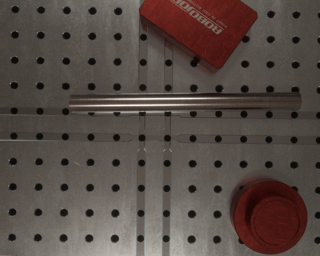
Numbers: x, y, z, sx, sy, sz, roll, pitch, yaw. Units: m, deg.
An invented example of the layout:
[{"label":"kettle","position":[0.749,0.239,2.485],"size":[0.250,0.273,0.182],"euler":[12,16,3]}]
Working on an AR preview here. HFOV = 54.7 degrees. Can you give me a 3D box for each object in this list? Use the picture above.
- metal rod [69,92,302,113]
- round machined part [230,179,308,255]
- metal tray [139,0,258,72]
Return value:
[{"label":"metal rod","position":[0.034,-0.034,0.413],"size":[0.302,0.025,0.025],"euler":[-1,90,-1]},{"label":"round machined part","position":[0.146,0.119,0.407],"size":[0.099,0.042,0.097],"euler":[0,90,-1]},{"label":"metal tray","position":[0.049,-0.147,0.411],"size":[0.130,0.030,0.090],"euler":[35,90,-1]}]
